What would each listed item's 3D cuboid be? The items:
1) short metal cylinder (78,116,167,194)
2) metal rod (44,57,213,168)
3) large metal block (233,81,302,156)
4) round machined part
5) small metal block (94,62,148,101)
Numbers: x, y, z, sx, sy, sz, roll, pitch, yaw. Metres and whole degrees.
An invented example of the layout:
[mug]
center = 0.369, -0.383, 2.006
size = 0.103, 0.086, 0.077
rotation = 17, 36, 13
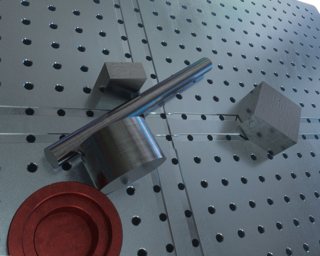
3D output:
[short metal cylinder]
center = -0.040, 0.030, 0.334
size = 0.081, 0.080, 0.050
rotation = -19, 72, -36
[metal rod]
center = -0.019, -0.037, 0.421
size = 0.025, 0.025, 0.302
rotation = 49, 51, 6
[large metal block]
center = 0.174, -0.015, 0.498
size = 0.080, 0.050, 0.080
rotation = 33, 51, -7
[round machined part]
center = -0.088, 0.103, 0.288
size = 0.099, 0.042, 0.098
rotation = 14, 56, -21
[small metal block]
center = -0.052, -0.060, 0.402
size = 0.050, 0.050, 0.025
rotation = -7, 65, -32
